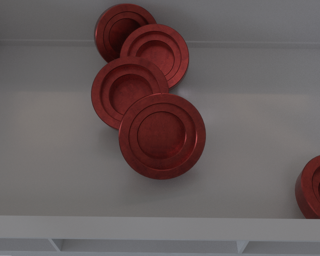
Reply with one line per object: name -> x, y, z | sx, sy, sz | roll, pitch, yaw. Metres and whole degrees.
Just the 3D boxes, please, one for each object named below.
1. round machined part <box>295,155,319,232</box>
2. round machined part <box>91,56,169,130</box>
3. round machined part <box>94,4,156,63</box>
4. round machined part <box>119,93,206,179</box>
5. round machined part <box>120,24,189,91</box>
round machined part -> 0.194, 0.078, 0.329 | 0.099, 0.042, 0.098 | 0, 50, 0
round machined part -> -0.037, -0.041, 0.410 | 0.099, 0.042, 0.097 | 0, 81, 1
round machined part -> -0.054, -0.143, 0.484 | 0.099, 0.097, 0.042 | -16, 26, -13
round machined part -> 0.001, 0.008, 0.365 | 0.099, 0.097, 0.042 | -9, 7, -8
round machined part -> -0.006, -0.098, 0.455 | 0.099, 0.042, 0.097 | 0, 89, 5
